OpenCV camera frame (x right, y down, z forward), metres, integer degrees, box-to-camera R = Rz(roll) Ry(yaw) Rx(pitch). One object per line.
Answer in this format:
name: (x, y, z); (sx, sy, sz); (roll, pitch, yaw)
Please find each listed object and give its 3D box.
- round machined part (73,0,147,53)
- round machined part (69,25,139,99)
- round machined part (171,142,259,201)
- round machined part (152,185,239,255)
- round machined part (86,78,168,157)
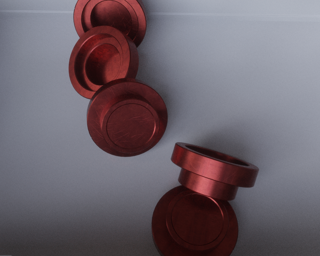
round machined part: (-0.067, -0.154, 0.435); (0.099, 0.097, 0.042); (2, 39, 0)
round machined part: (-0.071, -0.083, 0.416); (0.098, 0.042, 0.097); (-3, 84, 26)
round machined part: (0.059, 0.051, 0.358); (0.098, 0.098, 0.042); (17, 94, 6)
round machined part: (0.040, 0.108, 0.350); (0.099, 0.042, 0.098); (1, 57, -1)
round machined part: (-0.038, -0.008, 0.375); (0.099, 0.042, 0.097); (-5, 111, -13)
